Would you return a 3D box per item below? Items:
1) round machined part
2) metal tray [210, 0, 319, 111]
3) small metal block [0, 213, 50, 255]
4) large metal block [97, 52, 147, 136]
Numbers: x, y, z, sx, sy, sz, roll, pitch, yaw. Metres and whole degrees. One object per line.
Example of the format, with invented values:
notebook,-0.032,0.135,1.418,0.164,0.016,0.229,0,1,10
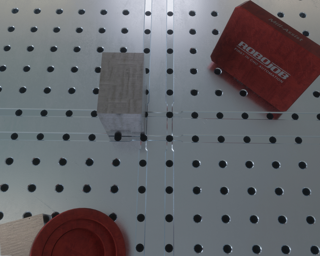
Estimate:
round machined part,-0.091,0.140,0.338,0.099,0.042,0.098,10,66,-23
metal tray,0.140,-0.093,0.410,0.130,0.089,0.030,40,52,13
small metal block,-0.155,0.132,0.362,0.050,0.025,0.050,-14,71,-5
large metal block,-0.045,-0.040,0.397,0.050,0.080,0.080,1,70,0
